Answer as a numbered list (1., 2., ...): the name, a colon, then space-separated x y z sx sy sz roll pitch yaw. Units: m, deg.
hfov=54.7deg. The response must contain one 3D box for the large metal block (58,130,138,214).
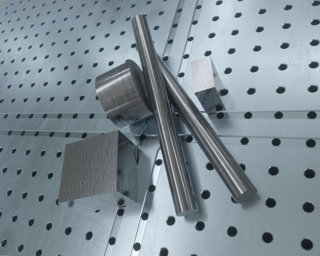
1. large metal block: -0.076 0.057 0.395 0.080 0.050 0.080 -16 56 19

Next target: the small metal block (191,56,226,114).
1. small metal block: 0.061 -0.054 0.392 0.025 0.050 0.050 -15 56 20

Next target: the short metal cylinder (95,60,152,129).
1. short metal cylinder: -0.044 -0.045 0.422 0.050 0.080 0.080 -24 53 14

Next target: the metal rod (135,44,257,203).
1. metal rod: 0.030 -0.032 0.410 0.025 0.025 0.300 -34 52 5

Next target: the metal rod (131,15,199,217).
1. metal rod: -0.001 -0.036 0.406 0.025 0.025 0.299 -22 61 15
